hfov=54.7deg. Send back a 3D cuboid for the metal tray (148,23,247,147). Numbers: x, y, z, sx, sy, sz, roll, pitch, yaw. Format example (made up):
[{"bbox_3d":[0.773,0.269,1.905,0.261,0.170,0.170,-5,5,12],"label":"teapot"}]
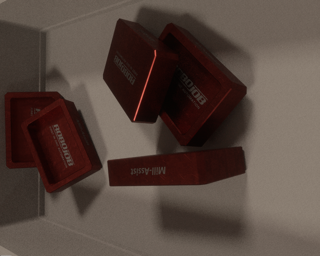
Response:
[{"bbox_3d":[0.028,-0.052,0.367,0.090,0.030,0.130,-54,52,26],"label":"metal tray"}]

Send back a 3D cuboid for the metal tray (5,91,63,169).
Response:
[{"bbox_3d":[-0.218,0.003,0.542,0.030,0.091,0.129,166,102,-80],"label":"metal tray"}]

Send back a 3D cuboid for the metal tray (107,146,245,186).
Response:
[{"bbox_3d":[0.016,0.043,0.349,0.130,0.091,0.030,-9,84,39],"label":"metal tray"}]

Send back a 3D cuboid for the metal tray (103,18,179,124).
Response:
[{"bbox_3d":[-0.031,-0.076,0.395,0.130,0.030,0.089,53,130,47],"label":"metal tray"}]

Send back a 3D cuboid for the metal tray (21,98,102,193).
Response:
[{"bbox_3d":[-0.162,0.028,0.504,0.090,0.030,0.130,-30,76,12],"label":"metal tray"}]
